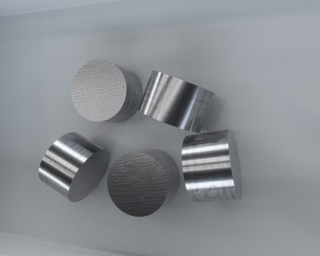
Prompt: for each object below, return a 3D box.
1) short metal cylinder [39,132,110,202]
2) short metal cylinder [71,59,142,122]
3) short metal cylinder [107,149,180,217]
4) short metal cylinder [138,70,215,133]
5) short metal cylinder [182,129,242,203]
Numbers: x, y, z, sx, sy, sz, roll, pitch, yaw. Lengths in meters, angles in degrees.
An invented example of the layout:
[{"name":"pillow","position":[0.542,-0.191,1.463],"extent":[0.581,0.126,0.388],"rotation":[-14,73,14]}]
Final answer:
[{"name":"short metal cylinder","position":[-0.113,0.052,0.417],"extent":[0.050,0.080,0.080],"rotation":[29,99,17]},{"name":"short metal cylinder","position":[-0.071,-0.048,0.419],"extent":[0.080,0.050,0.079],"rotation":[0,90,19]},{"name":"short metal cylinder","position":[-0.020,0.068,0.402],"extent":[0.080,0.050,0.079],"rotation":[0,90,19]},{"name":"short metal cylinder","position":[0.020,-0.032,0.373],"extent":[0.080,0.080,0.050],"rotation":[23,98,18]},{"name":"short metal cylinder","position":[0.062,0.044,0.357],"extent":[0.050,0.080,0.080],"rotation":[-10,87,19]}]
